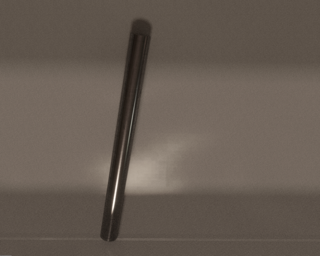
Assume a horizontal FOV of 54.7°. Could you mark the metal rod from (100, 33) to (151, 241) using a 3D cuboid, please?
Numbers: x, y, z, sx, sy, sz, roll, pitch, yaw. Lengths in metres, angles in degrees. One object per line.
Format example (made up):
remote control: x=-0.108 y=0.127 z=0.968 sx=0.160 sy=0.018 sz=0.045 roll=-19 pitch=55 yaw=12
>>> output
metal rod: x=-0.051 y=0.026 z=0.420 sx=0.025 sy=0.025 sz=0.298 roll=10 pitch=110 yaw=-4
